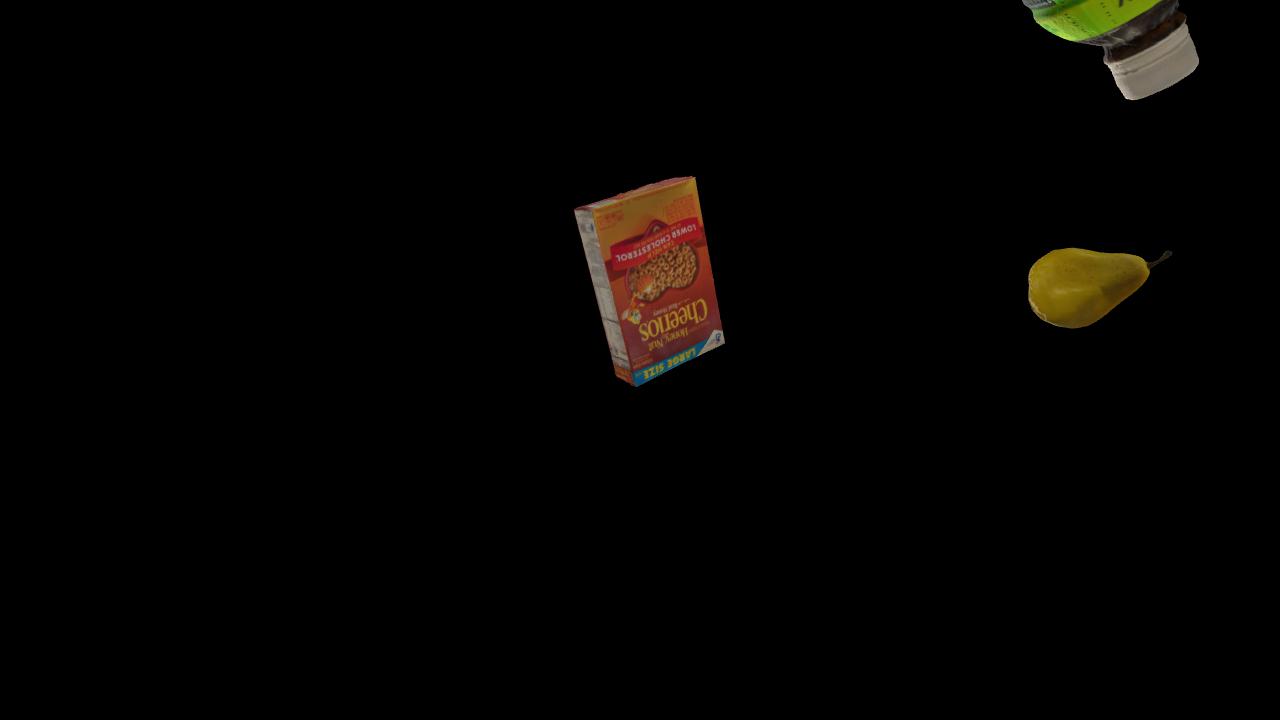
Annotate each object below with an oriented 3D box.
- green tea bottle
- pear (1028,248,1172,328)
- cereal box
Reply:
[{"bbox_3d":[0.194,-0.216,0.277,0.073,0.212,0.073,-35,18,14],"label":"green tea bottle"},{"bbox_3d":[0.441,-0.073,0.591,0.080,0.080,0.111,0,-3,-41],"label":"pear"},{"bbox_3d":[0.026,-0.133,1.041,0.203,0.306,0.081,-24,24,-26],"label":"cereal box"}]
